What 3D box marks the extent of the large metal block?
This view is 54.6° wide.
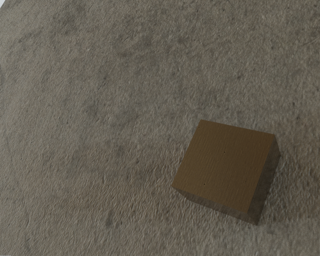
[{"bbox_3d":[0.071,0.044,0.324,0.080,0.050,0.080,14,69,34],"label":"large metal block"}]
